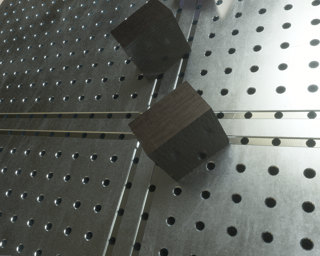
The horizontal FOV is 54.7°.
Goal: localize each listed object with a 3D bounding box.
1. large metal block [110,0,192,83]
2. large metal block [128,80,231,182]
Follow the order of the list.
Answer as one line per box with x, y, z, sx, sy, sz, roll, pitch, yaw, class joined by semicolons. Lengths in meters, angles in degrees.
-0.012;-0.127;0.456;0.080;0.080;0.050;-38;51;2;large metal block
0.024;0.007;0.355;0.080;0.080;0.050;-37;51;3;large metal block
